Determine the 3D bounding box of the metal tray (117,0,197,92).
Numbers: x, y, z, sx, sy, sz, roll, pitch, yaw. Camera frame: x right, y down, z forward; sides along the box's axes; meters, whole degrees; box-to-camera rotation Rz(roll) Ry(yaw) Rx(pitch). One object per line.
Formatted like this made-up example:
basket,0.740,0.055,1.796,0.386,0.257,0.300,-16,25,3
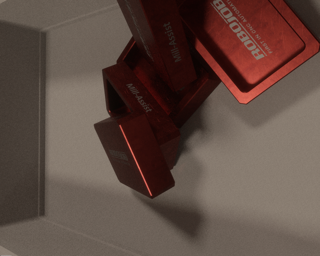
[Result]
metal tray,-0.009,-0.109,0.321,0.030,0.130,0.090,-33,52,-4

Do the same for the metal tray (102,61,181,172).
metal tray,-0.027,-0.010,0.393,0.130,0.030,0.090,53,156,27

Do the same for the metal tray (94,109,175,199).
metal tray,-0.037,0.029,0.376,0.090,0.030,0.130,67,159,-8

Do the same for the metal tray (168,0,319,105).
metal tray,0.080,-0.100,0.307,0.090,0.030,0.130,-40,87,32

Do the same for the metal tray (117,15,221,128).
metal tray,0.005,-0.074,0.397,0.090,0.030,0.130,-50,61,27
